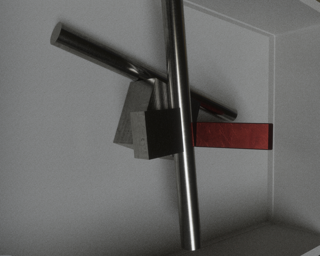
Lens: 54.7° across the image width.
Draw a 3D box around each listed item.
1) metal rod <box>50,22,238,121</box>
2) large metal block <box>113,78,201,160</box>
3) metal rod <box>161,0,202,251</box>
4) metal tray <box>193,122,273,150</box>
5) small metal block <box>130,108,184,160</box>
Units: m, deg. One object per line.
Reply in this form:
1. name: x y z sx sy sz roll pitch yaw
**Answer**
1. metal rod: 0.005 -0.059 0.411 0.302 0.025 0.025 19 78 -39
2. large metal block: -0.002 -0.008 0.389 0.080 0.050 0.080 23 76 -38
3. metal rod: 0.026 -0.006 0.363 0.025 0.025 0.298 -8 96 -40
4. metal tray: 0.102 0.009 0.416 0.130 0.090 0.030 1 90 -72
5. small metal block: -0.003 0.005 0.339 0.050 0.025 0.050 -9 95 -40
